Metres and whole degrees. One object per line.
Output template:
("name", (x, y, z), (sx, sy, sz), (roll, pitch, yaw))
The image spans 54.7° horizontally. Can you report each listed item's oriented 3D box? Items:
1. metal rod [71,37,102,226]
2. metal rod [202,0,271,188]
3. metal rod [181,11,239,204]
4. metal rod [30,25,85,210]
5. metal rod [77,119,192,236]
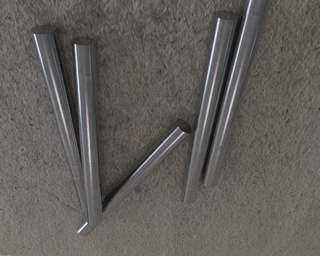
("metal rod", (-0.093, 0.028, 0.415), (0.025, 0.025, 0.298), (4, 126, -3))
("metal rod", (0.086, -0.031, 0.380), (0.025, 0.025, 0.298), (3, 130, -3))
("metal rod", (0.056, 0.000, 0.407), (0.025, 0.025, 0.298), (3, 130, -3))
("metal rod", (-0.120, 0.012, 0.415), (0.025, 0.025, 0.298), (0, 130, 0))
("metal rod", (-0.054, 0.091, 0.484), (0.025, 0.025, 0.298), (28, 125, -22))
